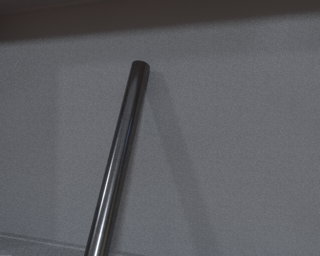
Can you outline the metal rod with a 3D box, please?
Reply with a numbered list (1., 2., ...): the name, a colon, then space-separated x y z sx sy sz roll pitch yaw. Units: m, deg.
1. metal rod: -0.052 0.051 0.363 0.025 0.025 0.299 2 66 19
